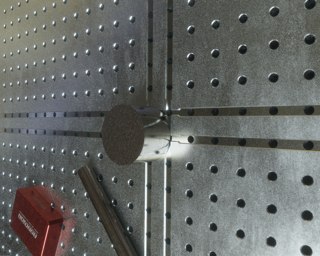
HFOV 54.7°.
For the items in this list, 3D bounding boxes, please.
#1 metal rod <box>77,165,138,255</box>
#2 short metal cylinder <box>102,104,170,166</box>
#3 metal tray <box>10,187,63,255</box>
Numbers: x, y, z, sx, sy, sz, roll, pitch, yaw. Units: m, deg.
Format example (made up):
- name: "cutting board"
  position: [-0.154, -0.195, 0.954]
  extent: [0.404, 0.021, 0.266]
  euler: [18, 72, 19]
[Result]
- name: "metal rod"
  position: [-0.049, 0.181, 0.449]
  extent: [0.025, 0.025, 0.299]
  euler: [-49, 61, 29]
- name: "short metal cylinder"
  position: [-0.033, 0.009, 0.421]
  extent: [0.080, 0.050, 0.080]
  euler: [0, 90, 40]
- name: "metal tray"
  position: [-0.246, 0.186, 0.610]
  extent: [0.130, 0.030, 0.089]
  euler: [28, 107, 36]
